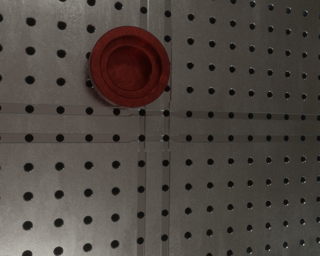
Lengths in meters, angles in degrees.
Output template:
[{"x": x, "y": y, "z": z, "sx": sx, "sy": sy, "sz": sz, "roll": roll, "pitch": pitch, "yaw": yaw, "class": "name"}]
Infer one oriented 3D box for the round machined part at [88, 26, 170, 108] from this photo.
[{"x": -0.041, "y": -0.073, "z": 0.389, "sx": 0.099, "sy": 0.042, "sz": 0.097, "roll": 0, "pitch": 90, "yaw": -21, "class": "round machined part"}]
